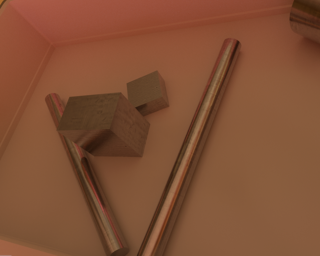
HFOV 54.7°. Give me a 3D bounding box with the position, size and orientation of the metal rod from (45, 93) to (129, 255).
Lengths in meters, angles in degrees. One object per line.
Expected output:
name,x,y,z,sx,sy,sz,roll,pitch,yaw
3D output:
metal rod,-0.115,0.045,0.436,0.025,0.025,0.300,-38,51,2

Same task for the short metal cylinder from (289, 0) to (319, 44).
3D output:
short metal cylinder,0.196,-0.136,0.351,0.080,0.080,0.050,-42,51,-1

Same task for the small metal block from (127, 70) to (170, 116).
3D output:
small metal block,-0.018,-0.048,0.443,0.050,0.025,0.050,-20,54,15

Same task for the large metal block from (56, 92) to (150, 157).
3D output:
large metal block,-0.071,-0.001,0.407,0.080,0.080,0.050,-2,61,27

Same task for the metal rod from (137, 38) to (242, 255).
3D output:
metal rod,0.042,0.015,0.373,0.025,0.025,0.300,11,67,32
